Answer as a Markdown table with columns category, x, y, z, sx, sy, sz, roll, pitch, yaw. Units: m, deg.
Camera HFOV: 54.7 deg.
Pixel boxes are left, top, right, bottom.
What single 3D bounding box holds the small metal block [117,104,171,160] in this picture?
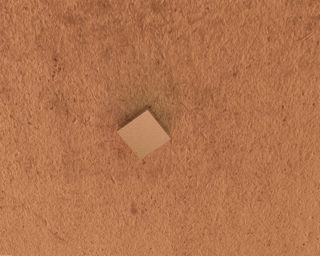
| category | x | y | z | sx | sy | sz | roll | pitch | yaw |
| --- | --- | --- | --- | --- | --- | --- | --- | --- | --- |
| small metal block | -0.021 | 0.005 | 0.413 | 0.050 | 0.025 | 0.050 | -35 | 107 | 11 |
